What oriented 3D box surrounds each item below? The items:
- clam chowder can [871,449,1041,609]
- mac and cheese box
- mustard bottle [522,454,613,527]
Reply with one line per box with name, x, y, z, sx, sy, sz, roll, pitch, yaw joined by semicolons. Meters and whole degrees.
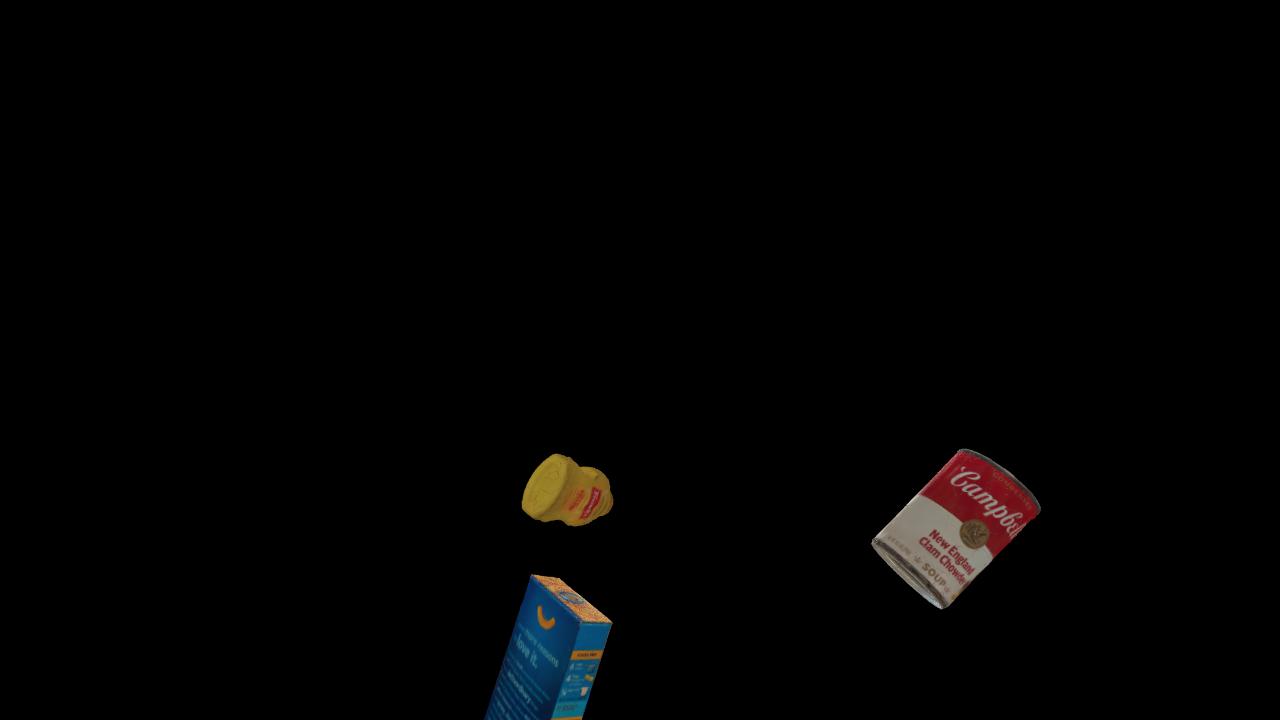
clam chowder can;0.234;0.126;0.462;0.102;0.068;0.068;-44;3;-3
mac and cheese box;-0.089;0.294;0.529;0.041;0.184;0.093;21;-5;-37
mustard bottle;-0.088;0.194;0.886;0.054;0.092;0.184;22;-8;32
